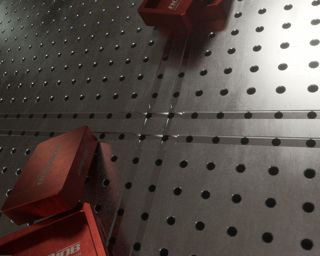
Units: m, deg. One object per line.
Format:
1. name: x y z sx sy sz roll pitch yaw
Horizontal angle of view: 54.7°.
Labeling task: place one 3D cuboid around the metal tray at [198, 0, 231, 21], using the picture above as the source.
1. metal tray: 0.052 -0.217 0.509 0.130 0.030 0.090 5 64 30

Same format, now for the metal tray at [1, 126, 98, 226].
1. metal tray: -0.140 0.058 0.411 0.090 0.030 0.130 -20 32 16

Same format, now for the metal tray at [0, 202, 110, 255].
1. metal tray: -0.126 0.149 0.343 0.131 0.030 0.090 -21 45 -13

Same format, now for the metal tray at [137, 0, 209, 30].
1. metal tray: 0.035 -0.213 0.476 0.090 0.030 0.130 19 72 35
